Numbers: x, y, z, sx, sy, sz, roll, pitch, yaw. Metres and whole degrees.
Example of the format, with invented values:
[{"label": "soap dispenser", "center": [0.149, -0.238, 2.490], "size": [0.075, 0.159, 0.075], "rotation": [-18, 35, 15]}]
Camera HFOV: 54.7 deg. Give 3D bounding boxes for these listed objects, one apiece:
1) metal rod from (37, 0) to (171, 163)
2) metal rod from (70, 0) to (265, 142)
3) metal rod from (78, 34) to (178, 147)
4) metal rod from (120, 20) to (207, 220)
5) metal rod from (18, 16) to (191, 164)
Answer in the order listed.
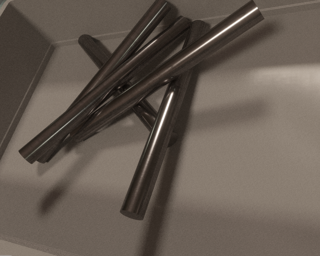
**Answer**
[{"label": "metal rod", "center": [-0.090, -0.068, 0.463], "size": [0.299, 0.025, 0.025], "rotation": [-50, 51, 4]}, {"label": "metal rod", "center": [-0.009, -0.059, 0.399], "size": [0.300, 0.025, 0.025], "rotation": [-31, 51, 25]}, {"label": "metal rod", "center": [-0.064, -0.073, 0.482], "size": [0.025, 0.025, 0.300], "rotation": [-41, 51, 0]}, {"label": "metal rod", "center": [0.015, -0.032, 0.390], "size": [0.025, 0.025, 0.300], "rotation": [1, 54, 28]}, {"label": "metal rod", "center": [-0.071, -0.061, 0.442], "size": [0.301, 0.025, 0.025], "rotation": [-43, 51, -12]}]
